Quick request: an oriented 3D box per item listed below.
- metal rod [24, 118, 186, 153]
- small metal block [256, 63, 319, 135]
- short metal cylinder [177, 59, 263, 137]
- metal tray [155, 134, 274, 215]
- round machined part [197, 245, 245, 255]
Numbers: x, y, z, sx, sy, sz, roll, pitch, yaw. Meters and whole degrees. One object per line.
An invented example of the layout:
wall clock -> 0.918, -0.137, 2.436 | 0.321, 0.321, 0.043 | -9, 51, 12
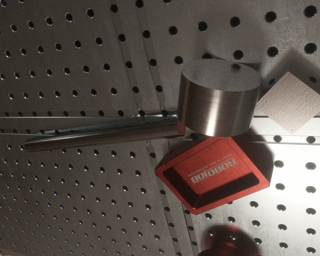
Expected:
metal rod -> -0.101, 0.015, 0.471 | 0.300, 0.025, 0.025 | -7, 115, 31
small metal block -> 0.136, -0.030, 0.321 | 0.050, 0.025, 0.050 | 38, 129, 2
short metal cylinder -> 0.060, -0.034, 0.322 | 0.080, 0.080, 0.050 | 17, 125, 18
metal tray -> 0.067, 0.056, 0.406 | 0.090, 0.030, 0.130 | 49, 128, -7
round machined part -> 0.103, 0.223, 0.483 | 0.098, 0.042, 0.097 | 13, 124, 20
